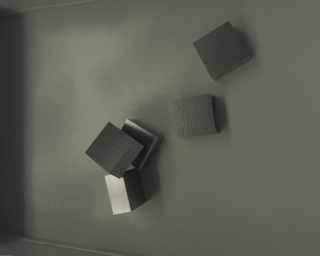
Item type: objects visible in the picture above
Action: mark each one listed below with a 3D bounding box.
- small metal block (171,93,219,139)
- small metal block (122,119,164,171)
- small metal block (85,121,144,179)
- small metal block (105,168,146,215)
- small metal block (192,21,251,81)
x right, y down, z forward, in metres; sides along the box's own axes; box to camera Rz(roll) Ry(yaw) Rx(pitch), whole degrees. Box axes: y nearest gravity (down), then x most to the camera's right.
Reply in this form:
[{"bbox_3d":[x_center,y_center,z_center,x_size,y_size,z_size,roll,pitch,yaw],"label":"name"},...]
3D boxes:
[{"bbox_3d":[0.045,-0.014,0.394,0.050,0.025,0.050,-9,87,19],"label":"small metal block"},{"bbox_3d":[-0.031,0.022,0.420,0.050,0.025,0.050,31,100,17],"label":"small metal block"},{"bbox_3d":[-0.058,0.027,0.390,0.050,0.025,0.050,32,82,34],"label":"small metal block"},{"bbox_3d":[-0.045,0.082,0.412,0.025,0.050,0.050,-15,85,19],"label":"small metal block"},{"bbox_3d":[0.076,-0.094,0.383,0.050,0.025,0.050,-29,81,17],"label":"small metal block"}]
